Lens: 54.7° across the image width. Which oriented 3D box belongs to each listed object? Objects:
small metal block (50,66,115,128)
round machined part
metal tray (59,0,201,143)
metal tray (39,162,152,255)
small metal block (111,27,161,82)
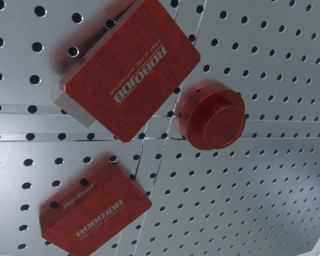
[{"bbox_3d":[-0.083,-0.036,0.343,0.050,0.025,0.050,-44,130,2],"label":"small metal block"},{"bbox_3d":[0.081,-0.009,0.439,0.099,0.042,0.097,-14,124,-21],"label":"round machined part"},{"bbox_3d":[-0.028,-0.061,0.329,0.130,0.030,0.090,-49,119,-8],"label":"metal tray"},{"bbox_3d":[-0.087,0.118,0.433,0.130,0.030,0.090,-38,129,-3],"label":"metal tray"},{"bbox_3d":[-0.024,-0.081,0.348,0.050,0.025,0.050,10,114,-33],"label":"small metal block"}]
